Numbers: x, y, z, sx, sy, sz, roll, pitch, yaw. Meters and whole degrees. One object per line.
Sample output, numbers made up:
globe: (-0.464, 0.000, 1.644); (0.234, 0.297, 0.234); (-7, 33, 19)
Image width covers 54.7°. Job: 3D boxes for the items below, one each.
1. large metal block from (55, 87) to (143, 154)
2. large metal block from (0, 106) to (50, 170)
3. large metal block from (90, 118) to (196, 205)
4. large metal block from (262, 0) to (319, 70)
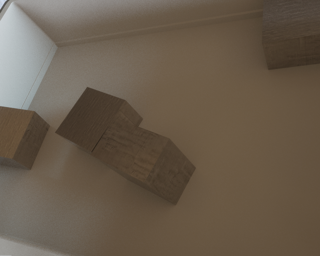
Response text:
large metal block: (-0.085, -0.003, 0.437); (0.080, 0.050, 0.080); (21, 73, 36)
large metal block: (-0.237, 0.015, 0.493); (0.080, 0.050, 0.080); (8, 65, 14)
large metal block: (-0.017, 0.039, 0.356); (0.080, 0.080, 0.050); (20, 73, 35)
large metal block: (0.171, -0.123, 0.375); (0.080, 0.050, 0.080); (-3, 60, 26)
